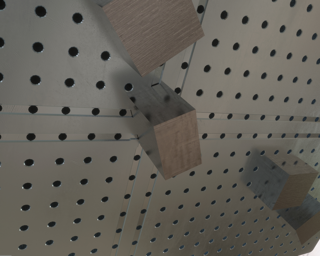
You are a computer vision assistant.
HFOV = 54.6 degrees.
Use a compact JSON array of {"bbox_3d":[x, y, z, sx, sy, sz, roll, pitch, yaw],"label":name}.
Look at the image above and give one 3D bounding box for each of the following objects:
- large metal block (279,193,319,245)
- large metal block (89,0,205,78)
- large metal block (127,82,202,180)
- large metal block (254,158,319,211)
[{"bbox_3d":[0.323,0.204,0.696,0.080,0.050,0.080,-37,129,-3],"label":"large metal block"},{"bbox_3d":[-0.012,-0.113,0.318,0.080,0.050,0.080,-35,129,-5],"label":"large metal block"},{"bbox_3d":[0.006,0.002,0.379,0.050,0.080,0.080,-22,127,-15],"label":"large metal block"},{"bbox_3d":[0.239,0.104,0.589,0.081,0.050,0.079,1,118,-29],"label":"large metal block"}]
